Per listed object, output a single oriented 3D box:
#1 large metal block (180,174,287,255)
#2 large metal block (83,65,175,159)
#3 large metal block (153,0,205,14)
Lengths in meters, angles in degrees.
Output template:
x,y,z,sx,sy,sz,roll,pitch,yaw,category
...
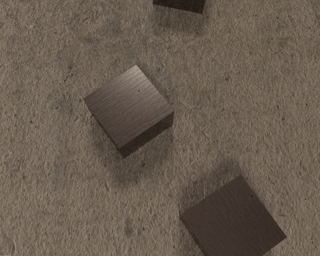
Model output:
x,y,z,sx,sy,sz,roll,pitch,yaw,category
0.079,0.112,0.355,0.080,0.050,0.080,-31,73,-11,large metal block
-0.039,-0.020,0.402,0.080,0.050,0.080,-35,74,-12,large metal block
0.037,-0.233,0.481,0.080,0.050,0.080,13,70,4,large metal block
